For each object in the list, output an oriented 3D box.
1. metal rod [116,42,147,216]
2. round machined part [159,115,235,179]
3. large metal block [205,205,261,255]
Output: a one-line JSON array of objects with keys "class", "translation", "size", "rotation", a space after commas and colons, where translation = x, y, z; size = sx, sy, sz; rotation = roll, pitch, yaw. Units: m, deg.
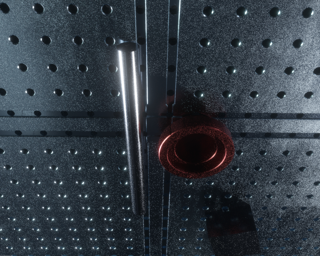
[{"class": "metal rod", "translation": [-0.035, 0.025, 0.432], "size": [0.025, 0.025, 0.298], "rotation": [0, 130, 0]}, {"class": "round machined part", "translation": [0.047, 0.021, 0.419], "size": [0.099, 0.042, 0.097], "rotation": [0, 130, 0]}, {"class": "large metal block", "translation": [0.132, 0.189, 0.558], "size": [0.080, 0.050, 0.080], "rotation": [-13, 129, 11]}]
